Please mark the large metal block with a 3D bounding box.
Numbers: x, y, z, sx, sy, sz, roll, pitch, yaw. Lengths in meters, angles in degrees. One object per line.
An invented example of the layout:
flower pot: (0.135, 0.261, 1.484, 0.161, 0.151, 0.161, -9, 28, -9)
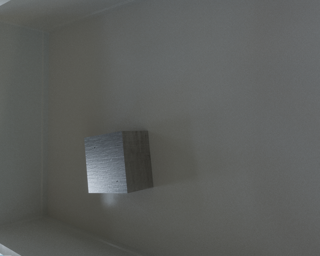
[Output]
large metal block: (-0.060, 0.048, 0.441, 0.080, 0.050, 0.080, -10, 84, 39)
